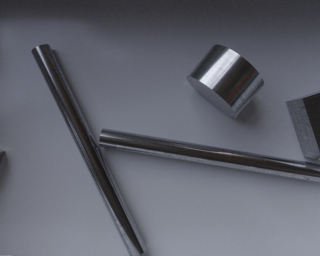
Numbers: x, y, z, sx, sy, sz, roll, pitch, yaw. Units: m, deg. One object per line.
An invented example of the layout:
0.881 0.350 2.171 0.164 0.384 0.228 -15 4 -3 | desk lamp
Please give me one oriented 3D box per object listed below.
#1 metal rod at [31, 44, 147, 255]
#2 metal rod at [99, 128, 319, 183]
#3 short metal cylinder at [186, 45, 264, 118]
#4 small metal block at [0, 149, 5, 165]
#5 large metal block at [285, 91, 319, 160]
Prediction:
-0.093 0.030 0.410 0.025 0.025 0.299 -26 90 0 | metal rod
0.071 0.037 0.412 0.302 0.025 0.025 9 90 -1 | metal rod
0.080 -0.057 0.385 0.080 0.080 0.050 40 90 -1 | short metal cylinder
-0.243 0.046 0.408 0.050 0.025 0.050 20 90 -1 | small metal block
0.224 -0.011 0.402 0.080 0.050 0.080 -18 90 -1 | large metal block
